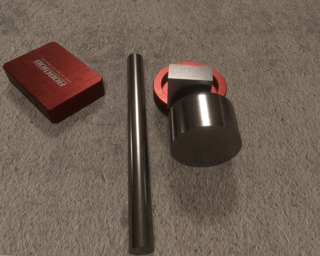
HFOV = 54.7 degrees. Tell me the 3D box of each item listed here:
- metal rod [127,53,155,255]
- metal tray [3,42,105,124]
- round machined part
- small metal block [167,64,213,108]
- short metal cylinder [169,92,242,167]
[{"bbox_3d":[-0.029,0.006,0.398,0.025,0.025,0.300,-3,50,-3],"label":"metal rod"},{"bbox_3d":[-0.157,-0.072,0.458,0.091,0.030,0.130,-37,59,-27],"label":"metal tray"},{"bbox_3d":[0.040,-0.045,0.430,0.099,0.042,0.098,0,50,0],"label":"round machined part"},{"bbox_3d":[0.035,-0.048,0.374,0.050,0.050,0.025,4,51,3],"label":"small metal block"},{"bbox_3d":[0.051,0.004,0.365,0.081,0.080,0.050,-1,50,-1],"label":"short metal cylinder"}]
